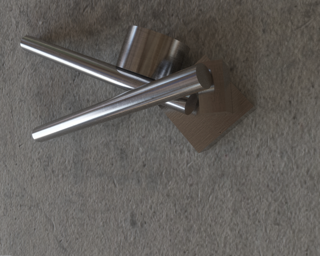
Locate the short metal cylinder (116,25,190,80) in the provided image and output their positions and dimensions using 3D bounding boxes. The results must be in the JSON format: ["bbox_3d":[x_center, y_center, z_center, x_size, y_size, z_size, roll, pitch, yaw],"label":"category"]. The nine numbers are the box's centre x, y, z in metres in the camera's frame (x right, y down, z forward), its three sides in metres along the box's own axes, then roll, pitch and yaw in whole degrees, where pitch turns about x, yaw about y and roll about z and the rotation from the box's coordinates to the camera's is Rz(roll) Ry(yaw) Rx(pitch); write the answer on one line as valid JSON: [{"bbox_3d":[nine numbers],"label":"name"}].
[{"bbox_3d":[-0.009,-0.087,0.385,0.080,0.080,0.050,22,97,18],"label":"short metal cylinder"}]

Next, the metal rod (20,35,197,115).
[{"bbox_3d":[-0.086,-0.079,0.409,0.300,0.025,0.025,24,98,29],"label":"metal rod"}]

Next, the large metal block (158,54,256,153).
[{"bbox_3d":[0.057,-0.027,0.375,0.080,0.050,0.080,-43,76,16],"label":"large metal block"}]

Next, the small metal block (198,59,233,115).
[{"bbox_3d":[0.057,-0.040,0.320,0.025,0.050,0.050,-4,89,20],"label":"small metal block"}]

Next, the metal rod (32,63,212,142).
[{"bbox_3d":[-0.072,-0.019,0.378,0.300,0.025,0.025,-14,85,40],"label":"metal rod"}]
